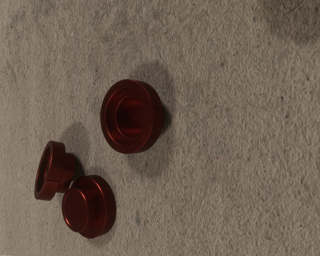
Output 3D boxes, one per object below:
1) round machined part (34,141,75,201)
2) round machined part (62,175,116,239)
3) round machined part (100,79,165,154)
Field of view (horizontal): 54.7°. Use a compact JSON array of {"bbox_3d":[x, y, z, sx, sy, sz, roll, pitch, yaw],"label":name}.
[{"bbox_3d":[-0.174,0.073,0.518,0.098,0.042,0.098,-36,46,49],"label":"round machined part"},{"bbox_3d":[-0.118,0.125,0.488,0.098,0.042,0.097,0,90,39],"label":"round machined part"},{"bbox_3d":[-0.033,-0.015,0.419,0.098,0.042,0.097,0,90,39],"label":"round machined part"}]
